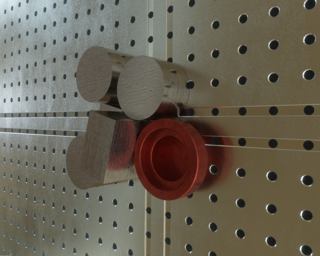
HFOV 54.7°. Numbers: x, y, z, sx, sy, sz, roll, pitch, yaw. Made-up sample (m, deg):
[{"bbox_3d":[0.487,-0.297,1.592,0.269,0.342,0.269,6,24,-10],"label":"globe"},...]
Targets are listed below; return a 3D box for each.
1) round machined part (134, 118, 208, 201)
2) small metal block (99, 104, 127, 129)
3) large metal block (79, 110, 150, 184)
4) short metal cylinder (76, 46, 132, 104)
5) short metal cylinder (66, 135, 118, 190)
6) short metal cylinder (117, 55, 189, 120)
[{"bbox_3d":[0.018,0.037,0.384,0.098,0.042,0.097,0,90,40],"label":"round machined part"},{"bbox_3d":[-0.068,-0.008,0.465,0.050,0.025,0.050,19,102,38],"label":"small metal block"},{"bbox_3d":[-0.053,0.022,0.413,0.050,0.081,0.079,20,103,38],"label":"large metal block"},{"bbox_3d":[-0.079,-0.076,0.458,0.080,0.050,0.080,0,90,40],"label":"short metal cylinder"},{"bbox_3d":[-0.099,0.051,0.475,0.080,0.050,0.080,0,90,40],"label":"short metal cylinder"},{"bbox_3d":[-0.009,-0.050,0.401,0.080,0.050,0.080,0,90,40],"label":"short metal cylinder"}]
